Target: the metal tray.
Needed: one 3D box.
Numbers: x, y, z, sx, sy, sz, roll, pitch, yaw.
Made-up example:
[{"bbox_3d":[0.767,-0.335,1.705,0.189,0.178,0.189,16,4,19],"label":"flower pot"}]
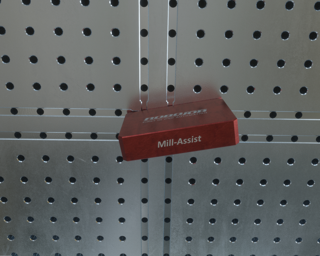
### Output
[{"bbox_3d":[0.021,-0.001,0.378,0.131,0.090,0.030,-9,110,3],"label":"metal tray"}]
